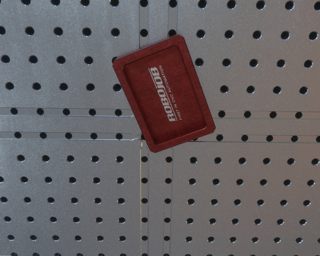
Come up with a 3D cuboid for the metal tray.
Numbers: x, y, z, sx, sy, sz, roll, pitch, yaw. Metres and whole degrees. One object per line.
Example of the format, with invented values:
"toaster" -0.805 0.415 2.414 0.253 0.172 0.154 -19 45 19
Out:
"metal tray" 0.007 -0.042 0.395 0.090 0.030 0.129 -20 109 7
